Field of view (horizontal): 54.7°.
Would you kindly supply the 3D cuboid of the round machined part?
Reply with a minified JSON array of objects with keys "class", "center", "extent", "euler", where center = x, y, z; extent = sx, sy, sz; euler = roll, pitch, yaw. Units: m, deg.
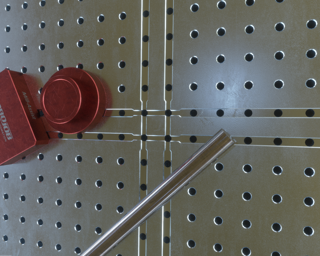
[{"class":"round machined part","center":[-0.132,-0.040,0.449],"extent":[0.098,0.042,0.097],"euler":[0,90,19]}]

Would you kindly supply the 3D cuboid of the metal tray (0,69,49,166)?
[{"class":"metal tray","center":[-0.241,-0.016,0.493],"extent":[0.090,0.030,0.130],"euler":[-27,81,17]}]

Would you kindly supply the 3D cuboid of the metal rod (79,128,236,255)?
[{"class":"metal rod","center":[-0.020,0.110,0.418],"extent":[0.299,0.025,0.025],"euler":[-44,77,14]}]
